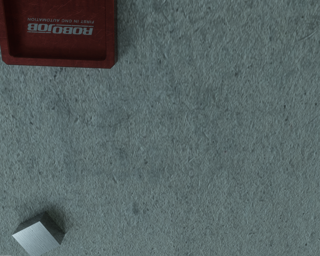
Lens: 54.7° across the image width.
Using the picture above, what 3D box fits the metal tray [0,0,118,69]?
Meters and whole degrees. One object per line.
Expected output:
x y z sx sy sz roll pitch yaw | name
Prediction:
-0.117 -0.119 0.362 0.131 0.030 0.089 2 110 -1 | metal tray

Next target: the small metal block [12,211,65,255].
-0.182 0.161 0.467 0.050 0.025 0.050 -28 108 10 | small metal block
